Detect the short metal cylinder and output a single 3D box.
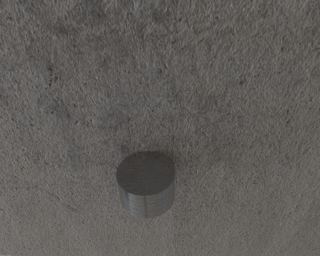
[{"bbox_3d":[-0.019,0.079,0.438,0.080,0.080,0.050,-1,130,1],"label":"short metal cylinder"}]
